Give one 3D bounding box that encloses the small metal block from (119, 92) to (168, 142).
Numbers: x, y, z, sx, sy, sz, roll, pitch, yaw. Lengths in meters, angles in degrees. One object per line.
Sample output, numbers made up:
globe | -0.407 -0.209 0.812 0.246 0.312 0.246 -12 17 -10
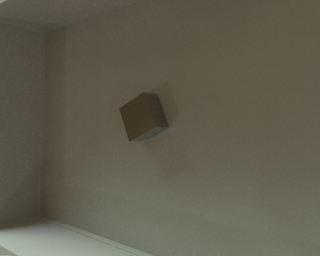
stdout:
small metal block | -0.023 -0.014 0.419 0.050 0.025 0.050 -29 72 36
